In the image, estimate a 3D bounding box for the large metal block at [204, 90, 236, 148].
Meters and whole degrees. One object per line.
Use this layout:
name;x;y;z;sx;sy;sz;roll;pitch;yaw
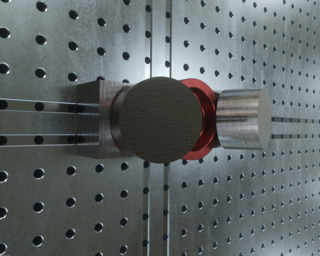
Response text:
large metal block;0.070;-0.013;0.451;0.081;0.050;0.080;-1;91;-40

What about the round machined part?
round machined part;0.028;-0.011;0.383;0.099;0.042;0.097;0;90;-40

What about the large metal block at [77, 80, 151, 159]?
large metal block;-0.046;-0.008;0.354;0.081;0.050;0.080;1;90;-40

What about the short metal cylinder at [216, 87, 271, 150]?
short metal cylinder;0.111;-0.012;0.404;0.080;0.050;0.080;1;89;-60

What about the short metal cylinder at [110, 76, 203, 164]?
short metal cylinder;-0.006;-0.008;0.306;0.081;0.050;0.079;0;91;-19
